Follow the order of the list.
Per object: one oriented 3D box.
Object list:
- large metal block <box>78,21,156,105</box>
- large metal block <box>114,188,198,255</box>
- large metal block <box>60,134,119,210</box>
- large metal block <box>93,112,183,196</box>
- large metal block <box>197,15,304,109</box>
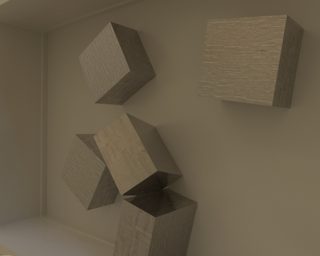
[{"bbox_3d":[-0.063,-0.089,0.443,0.080,0.050,0.080,-35,69,34],"label":"large metal block"},{"bbox_3d":[-0.005,0.126,0.375,0.050,0.081,0.079,18,102,38],"label":"large metal block"},{"bbox_3d":[-0.099,0.064,0.473,0.080,0.050,0.079,38,113,33],"label":"large metal block"},{"bbox_3d":[-0.025,0.036,0.384,0.050,0.080,0.080,-36,66,13],"label":"large metal block"},{"bbox_3d":[0.091,-0.065,0.316,0.080,0.050,0.079,12,98,39],"label":"large metal block"}]
